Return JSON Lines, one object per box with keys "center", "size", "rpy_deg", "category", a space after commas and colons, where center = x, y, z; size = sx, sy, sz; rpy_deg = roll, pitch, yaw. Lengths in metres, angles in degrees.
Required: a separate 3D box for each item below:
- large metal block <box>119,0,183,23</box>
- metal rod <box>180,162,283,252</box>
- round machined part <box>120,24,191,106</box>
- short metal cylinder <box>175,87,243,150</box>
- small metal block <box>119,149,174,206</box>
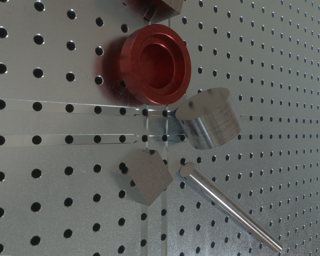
{"center": [-0.012, -0.191, 0.385], "size": [0.080, 0.050, 0.080], "rpy_deg": [21, 77, -38], "category": "large metal block"}
{"center": [0.133, 0.144, 0.523], "size": [0.300, 0.025, 0.025], "rpy_deg": [42, 64, -32], "category": "metal rod"}
{"center": [-0.010, -0.077, 0.392], "size": [0.099, 0.042, 0.097], "rpy_deg": [0, 90, -40], "category": "round machined part"}
{"center": [0.069, -0.014, 0.433], "size": [0.080, 0.080, 0.050], "rpy_deg": [-45, 117, -31], "category": "short metal cylinder"}
{"center": [-0.016, 0.063, 0.397], "size": [0.050, 0.025, 0.050], "rpy_deg": [-42, 116, -32], "category": "small metal block"}
